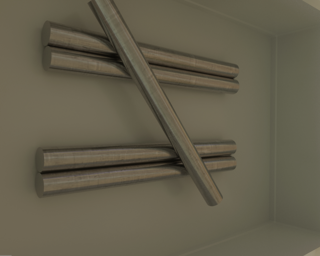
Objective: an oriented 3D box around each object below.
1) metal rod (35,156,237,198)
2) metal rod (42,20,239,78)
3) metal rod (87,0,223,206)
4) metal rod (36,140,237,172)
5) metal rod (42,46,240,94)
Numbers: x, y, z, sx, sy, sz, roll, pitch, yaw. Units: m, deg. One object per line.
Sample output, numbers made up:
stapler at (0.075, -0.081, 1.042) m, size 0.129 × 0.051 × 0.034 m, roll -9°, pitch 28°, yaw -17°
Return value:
metal rod at (-0.003, 0.056, 0.402) m, size 0.302 × 0.025 × 0.025 m, roll 0°, pitch 90°, yaw -40°
metal rod at (0.002, -0.093, 0.406) m, size 0.302 × 0.025 × 0.025 m, roll 1°, pitch 90°, yaw -40°
metal rod at (0.006, -0.017, 0.378) m, size 0.025 × 0.025 × 0.299 m, roll -46°, pitch 117°, yaw -30°
metal rod at (-0.002, 0.031, 0.402) m, size 0.302 × 0.025 × 0.025 m, roll 0°, pitch 90°, yaw -40°
metal rod at (0.003, -0.068, 0.406) m, size 0.302 × 0.025 × 0.025 m, roll 1°, pitch 90°, yaw -40°
